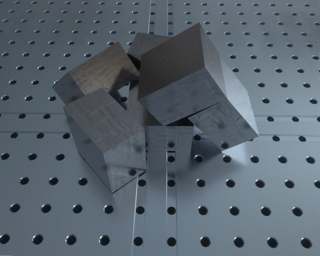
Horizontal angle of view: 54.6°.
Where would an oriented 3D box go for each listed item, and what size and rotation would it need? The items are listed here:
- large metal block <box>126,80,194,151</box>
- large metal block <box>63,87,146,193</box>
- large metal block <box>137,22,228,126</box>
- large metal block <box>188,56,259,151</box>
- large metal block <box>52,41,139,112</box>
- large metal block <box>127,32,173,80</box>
[{"bbox_3d":[0.000,-0.017,0.406,0.080,0.050,0.080,1,50,0],"label":"large metal block"},{"bbox_3d":[-0.061,0.014,0.358,0.050,0.080,0.080,-32,58,-25],"label":"large metal block"},{"bbox_3d":[0.024,-0.060,0.352,0.080,0.050,0.080,-23,44,25],"label":"large metal block"},{"bbox_3d":[0.076,-0.031,0.388,0.050,0.080,0.080,-27,43,28],"label":"large metal block"},{"bbox_3d":[-0.087,-0.063,0.417,0.080,0.080,0.050,-41,105,-29],"label":"large metal block"},{"bbox_3d":[0.002,-0.083,0.442,0.080,0.080,0.050,10,51,9],"label":"large metal block"}]
